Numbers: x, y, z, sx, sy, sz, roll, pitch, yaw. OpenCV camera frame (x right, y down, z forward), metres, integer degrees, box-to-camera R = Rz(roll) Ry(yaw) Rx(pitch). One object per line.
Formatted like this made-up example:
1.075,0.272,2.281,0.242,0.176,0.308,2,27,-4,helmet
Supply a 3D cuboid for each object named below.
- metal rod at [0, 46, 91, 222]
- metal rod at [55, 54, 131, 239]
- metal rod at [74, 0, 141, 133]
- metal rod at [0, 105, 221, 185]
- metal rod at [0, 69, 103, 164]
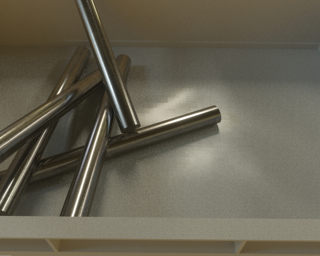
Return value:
-0.139,-0.021,0.398,0.025,0.025,0.300,4,43,3,metal rod
-0.069,-0.008,0.382,0.025,0.025,0.300,3,41,2,metal rod
-0.088,-0.133,0.412,0.025,0.025,0.299,-17,74,-14,metal rod
-0.062,0.025,0.383,0.302,0.025,0.025,-17,52,-15,metal rod
-0.132,-0.013,0.351,0.025,0.025,0.301,15,32,12,metal rod
